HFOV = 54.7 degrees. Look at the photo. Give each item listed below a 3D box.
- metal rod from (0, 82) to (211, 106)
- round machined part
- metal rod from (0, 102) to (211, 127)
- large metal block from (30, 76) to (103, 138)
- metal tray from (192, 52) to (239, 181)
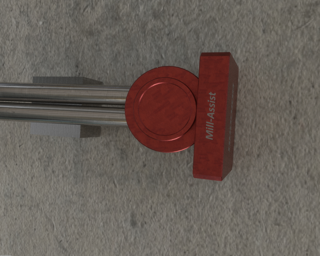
[{"bbox_3d":[-0.081,-0.042,0.389,0.302,0.025,0.025,3,91,7],"label":"metal rod"},{"bbox_3d":[0.008,-0.021,0.346,0.098,0.042,0.097,0,92,9],"label":"round machined part"},{"bbox_3d":[-0.082,-0.015,0.390,0.302,0.025,0.025,3,91,7],"label":"metal rod"},{"bbox_3d":[-0.131,-0.029,0.438,0.080,0.050,0.079,4,91,19],"label":"large metal block"},{"bbox_3d":[0.066,-0.012,0.351,0.030,0.090,0.129,4,91,20],"label":"metal tray"}]
